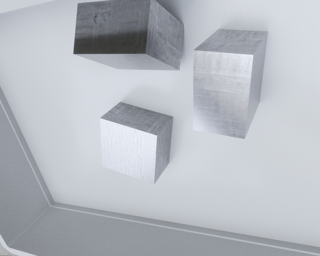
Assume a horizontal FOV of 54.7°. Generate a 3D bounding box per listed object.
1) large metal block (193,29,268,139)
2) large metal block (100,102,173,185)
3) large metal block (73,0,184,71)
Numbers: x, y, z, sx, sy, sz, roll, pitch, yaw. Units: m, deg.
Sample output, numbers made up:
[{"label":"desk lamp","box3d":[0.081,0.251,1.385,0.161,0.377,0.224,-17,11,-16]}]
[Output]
[{"label":"large metal block","box3d":[0.070,-0.047,0.307,0.050,0.080,0.079,11,123,22]},{"label":"large metal block","box3d":[-0.032,0.019,0.421,0.080,0.050,0.079,17,125,18]},{"label":"large metal block","box3d":[-0.029,-0.093,0.322,0.080,0.080,0.050,6,92,25]}]
